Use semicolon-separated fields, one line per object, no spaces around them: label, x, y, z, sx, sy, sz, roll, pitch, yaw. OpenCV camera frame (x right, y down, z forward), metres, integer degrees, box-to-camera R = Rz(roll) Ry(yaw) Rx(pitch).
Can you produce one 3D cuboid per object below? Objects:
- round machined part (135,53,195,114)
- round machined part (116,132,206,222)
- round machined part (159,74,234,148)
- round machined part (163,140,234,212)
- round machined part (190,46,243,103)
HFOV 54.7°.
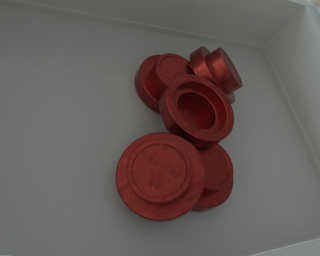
round machined part;0.017;-0.068;0.444;0.099;0.042;0.098;14;56;-21
round machined part;0.000;0.050;0.337;0.099;0.042;0.098;-1;69;3
round machined part;0.043;-0.018;0.400;0.099;0.042;0.098;14;56;-21
round machined part;0.053;0.052;0.391;0.099;0.042;0.098;14;56;-21
round machined part;0.089;-0.081;0.465;0.098;0.042;0.098;44;29;-32
